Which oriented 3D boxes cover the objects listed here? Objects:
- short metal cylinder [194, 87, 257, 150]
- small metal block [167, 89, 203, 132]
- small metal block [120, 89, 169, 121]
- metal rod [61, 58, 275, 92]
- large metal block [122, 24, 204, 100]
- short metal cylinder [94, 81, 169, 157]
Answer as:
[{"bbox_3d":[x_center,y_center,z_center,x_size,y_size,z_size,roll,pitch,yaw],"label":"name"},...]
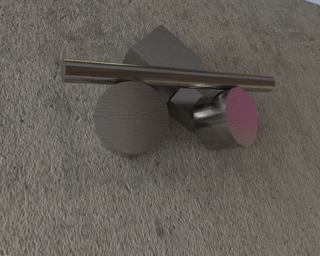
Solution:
[{"bbox_3d":[0.091,-0.011,0.427,0.081,0.050,0.080,13,72,-44],"label":"short metal cylinder"},{"bbox_3d":[0.040,-0.031,0.445,0.050,0.025,0.050,40,51,-1],"label":"small metal block"},{"bbox_3d":[-0.025,-0.033,0.412,0.050,0.025,0.050,40,50,-1],"label":"small metal block"},{"bbox_3d":[0.032,-0.063,0.394,0.303,0.025,0.025,-1,63,-29],"label":"metal rod"},{"bbox_3d":[0.002,-0.089,0.442,0.080,0.050,0.080,41,51,-1],"label":"large metal block"},{"bbox_3d":[-0.034,-0.008,0.357,0.081,0.050,0.080,2,79,-10],"label":"short metal cylinder"}]
